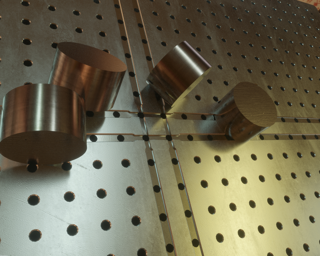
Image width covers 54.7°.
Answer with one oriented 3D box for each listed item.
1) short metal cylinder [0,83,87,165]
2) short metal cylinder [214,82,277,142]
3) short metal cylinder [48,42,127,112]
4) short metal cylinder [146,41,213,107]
[{"bbox_3d":[-0.116,-0.001,0.312,0.081,0.080,0.050,5,60,-26],"label":"short metal cylinder"},{"bbox_3d":[0.133,-0.025,0.481,0.081,0.050,0.080,14,56,-21],"label":"short metal cylinder"},{"bbox_3d":[-0.085,-0.061,0.363,0.080,0.050,0.080,20,24,-9],"label":"short metal cylinder"},{"bbox_3d":[0.027,-0.075,0.435,0.050,0.080,0.080,46,51,3],"label":"short metal cylinder"}]
